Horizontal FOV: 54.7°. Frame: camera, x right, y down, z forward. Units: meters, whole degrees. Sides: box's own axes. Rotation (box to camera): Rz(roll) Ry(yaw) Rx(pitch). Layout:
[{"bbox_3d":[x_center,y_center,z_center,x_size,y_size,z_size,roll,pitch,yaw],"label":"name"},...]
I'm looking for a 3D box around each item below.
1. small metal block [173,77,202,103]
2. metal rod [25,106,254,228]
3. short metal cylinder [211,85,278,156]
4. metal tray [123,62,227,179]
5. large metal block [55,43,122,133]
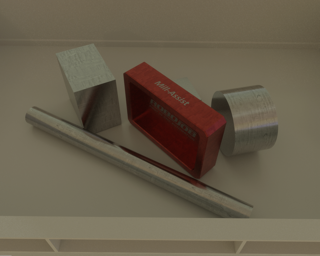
[{"bbox_3d":[0.024,-0.042,0.437,0.050,0.025,0.050,-15,52,-13],"label":"small metal block"},{"bbox_3d":[-0.039,0.038,0.371,0.301,0.025,0.025,23,54,17],"label":"metal rod"},{"bbox_3d":[0.099,-0.009,0.376,0.050,0.080,0.080,-10,51,-7],"label":"short metal cylinder"},{"bbox_3d":[0.012,-0.009,0.368,0.030,0.089,0.130,-36,59,-27],"label":"metal tray"},{"bbox_3d":[-0.093,-0.050,0.409,0.050,0.080,0.080,-21,53,-17],"label":"large metal block"}]
